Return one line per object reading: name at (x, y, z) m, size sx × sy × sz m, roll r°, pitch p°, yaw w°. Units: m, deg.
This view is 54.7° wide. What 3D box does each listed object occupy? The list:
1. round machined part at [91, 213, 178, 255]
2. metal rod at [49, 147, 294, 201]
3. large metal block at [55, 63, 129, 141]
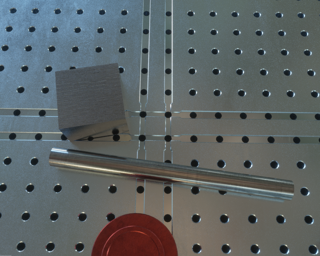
round machined part at (-0.029, 0.146, 0.349) m, size 0.099 × 0.042 × 0.098 m, roll 0°, pitch 70°, yaw -1°
metal rod at (0.013, 0.057, 0.390) m, size 0.302 × 0.025 × 0.025 m, roll 8°, pitch 70°, yaw 2°
large metal block at (-0.088, -0.033, 0.410) m, size 0.081 × 0.050 × 0.080 m, roll -9°, pitch 70°, yaw -4°
